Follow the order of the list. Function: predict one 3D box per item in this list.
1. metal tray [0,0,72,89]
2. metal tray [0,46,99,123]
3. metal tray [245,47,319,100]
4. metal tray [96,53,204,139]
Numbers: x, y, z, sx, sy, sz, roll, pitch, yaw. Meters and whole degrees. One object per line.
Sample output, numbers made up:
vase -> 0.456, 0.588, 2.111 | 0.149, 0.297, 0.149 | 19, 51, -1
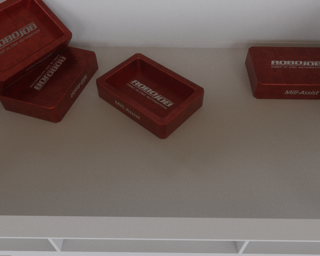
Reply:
metal tray -> -0.203, -0.127, 0.436 | 0.090, 0.030, 0.131 | 48, 58, -9
metal tray -> -0.161, -0.072, 0.462 | 0.090, 0.030, 0.130 | 14, 51, 11
metal tray -> 0.205, -0.086, 0.475 | 0.131, 0.030, 0.090 | 1, 50, 0
metal tray -> -0.015, -0.051, 0.444 | 0.130, 0.030, 0.090 | 34, 58, 25
